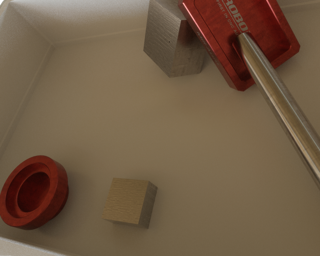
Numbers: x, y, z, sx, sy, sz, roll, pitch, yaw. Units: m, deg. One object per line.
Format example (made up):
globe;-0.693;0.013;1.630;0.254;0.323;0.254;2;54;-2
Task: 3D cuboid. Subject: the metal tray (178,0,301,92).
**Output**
metal tray;0.094;-0.120;0.364;0.090;0.130;0.030;-36;18;3

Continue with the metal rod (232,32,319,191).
metal rod;0.142;0.020;0.292;0.025;0.025;0.299;-27;61;11

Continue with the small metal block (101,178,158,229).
small metal block;-0.036;0.089;0.369;0.050;0.025;0.050;0;62;27

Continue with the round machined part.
round machined part;-0.166;0.090;0.424;0.098;0.042;0.098;-13;56;20

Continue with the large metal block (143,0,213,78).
large metal block;0.022;-0.127;0.427;0.050;0.079;0.080;-14;45;-27
